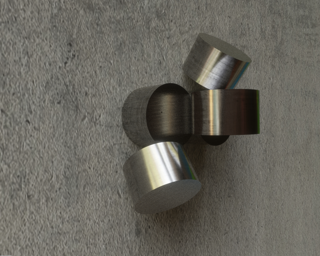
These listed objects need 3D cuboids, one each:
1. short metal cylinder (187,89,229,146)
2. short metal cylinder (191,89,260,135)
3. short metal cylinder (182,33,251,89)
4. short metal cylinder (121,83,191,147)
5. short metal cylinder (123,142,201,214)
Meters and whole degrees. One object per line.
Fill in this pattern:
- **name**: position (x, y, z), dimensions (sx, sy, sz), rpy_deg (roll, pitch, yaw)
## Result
- **short metal cylinder**: position (0.061, -0.016, 0.442), dimensions (0.081, 0.050, 0.079), rpy_deg (0, 90, -40)
- **short metal cylinder**: position (0.078, -0.018, 0.373), dimensions (0.081, 0.080, 0.050), rpy_deg (-2, 92, -40)
- **short metal cylinder**: position (0.078, -0.090, 0.429), dimensions (0.081, 0.080, 0.050), rpy_deg (1, 128, -40)
- **short metal cylinder**: position (-0.001, -0.014, 0.390), dimensions (0.081, 0.050, 0.079), rpy_deg (0, 90, -40)
- **short metal cylinder**: position (0.002, 0.060, 0.365), dimensions (0.081, 0.080, 0.050), rpy_deg (10, 45, -40)
